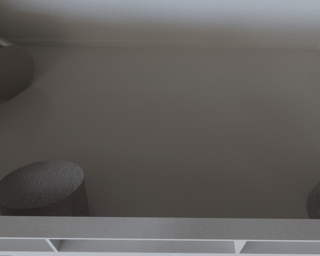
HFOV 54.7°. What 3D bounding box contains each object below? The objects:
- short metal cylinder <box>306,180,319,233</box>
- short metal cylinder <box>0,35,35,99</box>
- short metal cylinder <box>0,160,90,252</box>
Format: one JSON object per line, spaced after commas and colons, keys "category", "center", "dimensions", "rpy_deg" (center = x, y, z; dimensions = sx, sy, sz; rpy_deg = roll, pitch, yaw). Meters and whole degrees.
{"category": "short metal cylinder", "center": [0.204, 0.080, 0.324], "dimensions": [0.081, 0.050, 0.080], "rpy_deg": [0, 50, 0]}
{"category": "short metal cylinder", "center": [-0.229, -0.088, 0.440], "dimensions": [0.050, 0.080, 0.080], "rpy_deg": [29, 56, 22]}
{"category": "short metal cylinder", "center": [-0.113, 0.074, 0.306], "dimensions": [0.081, 0.050, 0.080], "rpy_deg": [-1, 25, 1]}
